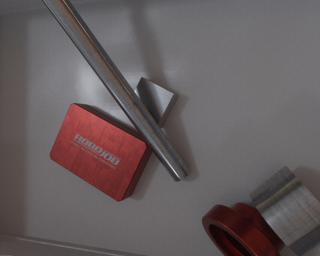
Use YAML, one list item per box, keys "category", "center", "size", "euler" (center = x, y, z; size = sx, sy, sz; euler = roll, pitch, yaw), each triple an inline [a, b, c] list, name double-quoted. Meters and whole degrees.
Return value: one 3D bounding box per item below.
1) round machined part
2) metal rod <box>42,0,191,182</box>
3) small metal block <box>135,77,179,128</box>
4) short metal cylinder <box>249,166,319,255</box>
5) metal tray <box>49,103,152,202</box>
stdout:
- category: "round machined part"
  center: [0.098, 0.123, 0.347]
  size: [0.042, 0.098, 0.098]
  euler: [-39, 76, -20]
- category: "metal rod"
  center: [-0.056, -0.058, 0.370]
  size: [0.025, 0.025, 0.299]
  euler: [-32, 103, 17]
- category: "small metal block"
  center: [-0.010, -0.033, 0.413]
  size: [0.050, 0.025, 0.050]
  euler: [30, 100, 17]
- category: "short metal cylinder"
  center: [0.142, 0.087, 0.330]
  size: [0.050, 0.080, 0.080]
  euler: [-42, 77, 12]
- category: "metal tray"
  center: [-0.083, 0.031, 0.436]
  size: [0.130, 0.030, 0.090]
  euler: [28, 99, 17]
